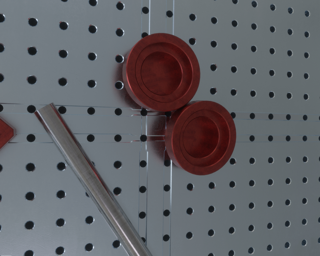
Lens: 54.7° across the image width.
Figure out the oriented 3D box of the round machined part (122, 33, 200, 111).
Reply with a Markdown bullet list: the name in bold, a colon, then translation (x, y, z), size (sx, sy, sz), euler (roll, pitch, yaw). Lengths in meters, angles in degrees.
- **round machined part**: translation (-0.001, -0.069, 0.403), size (0.099, 0.042, 0.097), euler (0, 90, -20)

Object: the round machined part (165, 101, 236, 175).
- **round machined part**: translation (0.050, 0.011, 0.419), size (0.099, 0.042, 0.097), euler (-3, 96, -25)

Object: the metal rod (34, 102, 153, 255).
- **metal rod**: translation (-0.062, 0.103, 0.390), size (0.025, 0.025, 0.299), euler (-34, 101, -17)

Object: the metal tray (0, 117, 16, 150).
- **metal tray**: translation (-0.234, -0.006, 0.323), size (0.130, 0.030, 0.090), euler (44, 76, -15)
